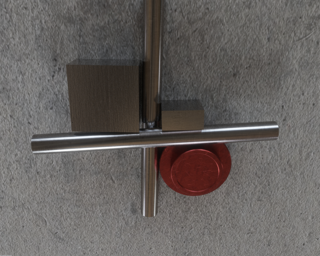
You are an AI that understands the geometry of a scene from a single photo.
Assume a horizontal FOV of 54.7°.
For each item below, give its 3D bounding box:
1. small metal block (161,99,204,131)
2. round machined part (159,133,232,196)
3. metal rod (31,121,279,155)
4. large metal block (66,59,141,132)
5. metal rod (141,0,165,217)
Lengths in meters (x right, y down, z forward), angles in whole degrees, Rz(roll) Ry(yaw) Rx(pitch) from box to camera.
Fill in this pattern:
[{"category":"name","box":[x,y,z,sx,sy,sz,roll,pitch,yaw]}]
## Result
[{"category":"small metal block","box":[0.027,-0.018,0.392,0.050,0.050,0.025,-1,110,0]},{"category":"round machined part","box":[0.048,0.052,0.421,0.099,0.042,0.097,0,110,-1]},{"category":"metal rod","box":[-0.003,0.012,0.389,0.302,0.025,0.025,-3,110,-4]},{"category":"large metal block","box":[-0.065,-0.041,0.381,0.081,0.050,0.079,1,110,-1]},{"category":"metal rod","box":[-0.011,-0.016,0.405,0.025,0.025,0.298,1,110,-1]}]
